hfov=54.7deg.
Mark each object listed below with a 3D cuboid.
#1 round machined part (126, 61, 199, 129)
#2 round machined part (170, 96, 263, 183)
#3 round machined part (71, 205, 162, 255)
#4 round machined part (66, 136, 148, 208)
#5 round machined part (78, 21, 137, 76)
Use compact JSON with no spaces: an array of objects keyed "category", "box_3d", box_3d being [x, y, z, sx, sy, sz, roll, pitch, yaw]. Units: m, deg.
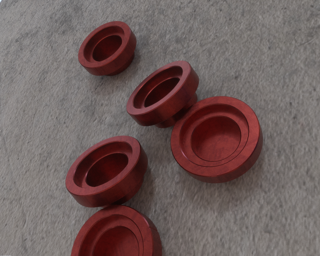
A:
[{"category":"round machined part","box_3d":[0.008,-0.038,0.397,0.098,0.042,0.098,-29,31,20]},{"category":"round machined part","box_3d":[0.065,0.016,0.348,0.098,0.042,0.098,-13,56,20]},{"category":"round machined part","box_3d":[-0.042,0.136,0.331,0.098,0.042,0.098,-13,56,20]},{"category":"round machined part","box_3d":[-0.059,0.057,0.374,0.098,0.042,0.098,-18,33,13]},{"category":"round machined part","box_3d":[-0.082,-0.125,0.510,0.098,0.042,0.098,-13,56,20]}]
